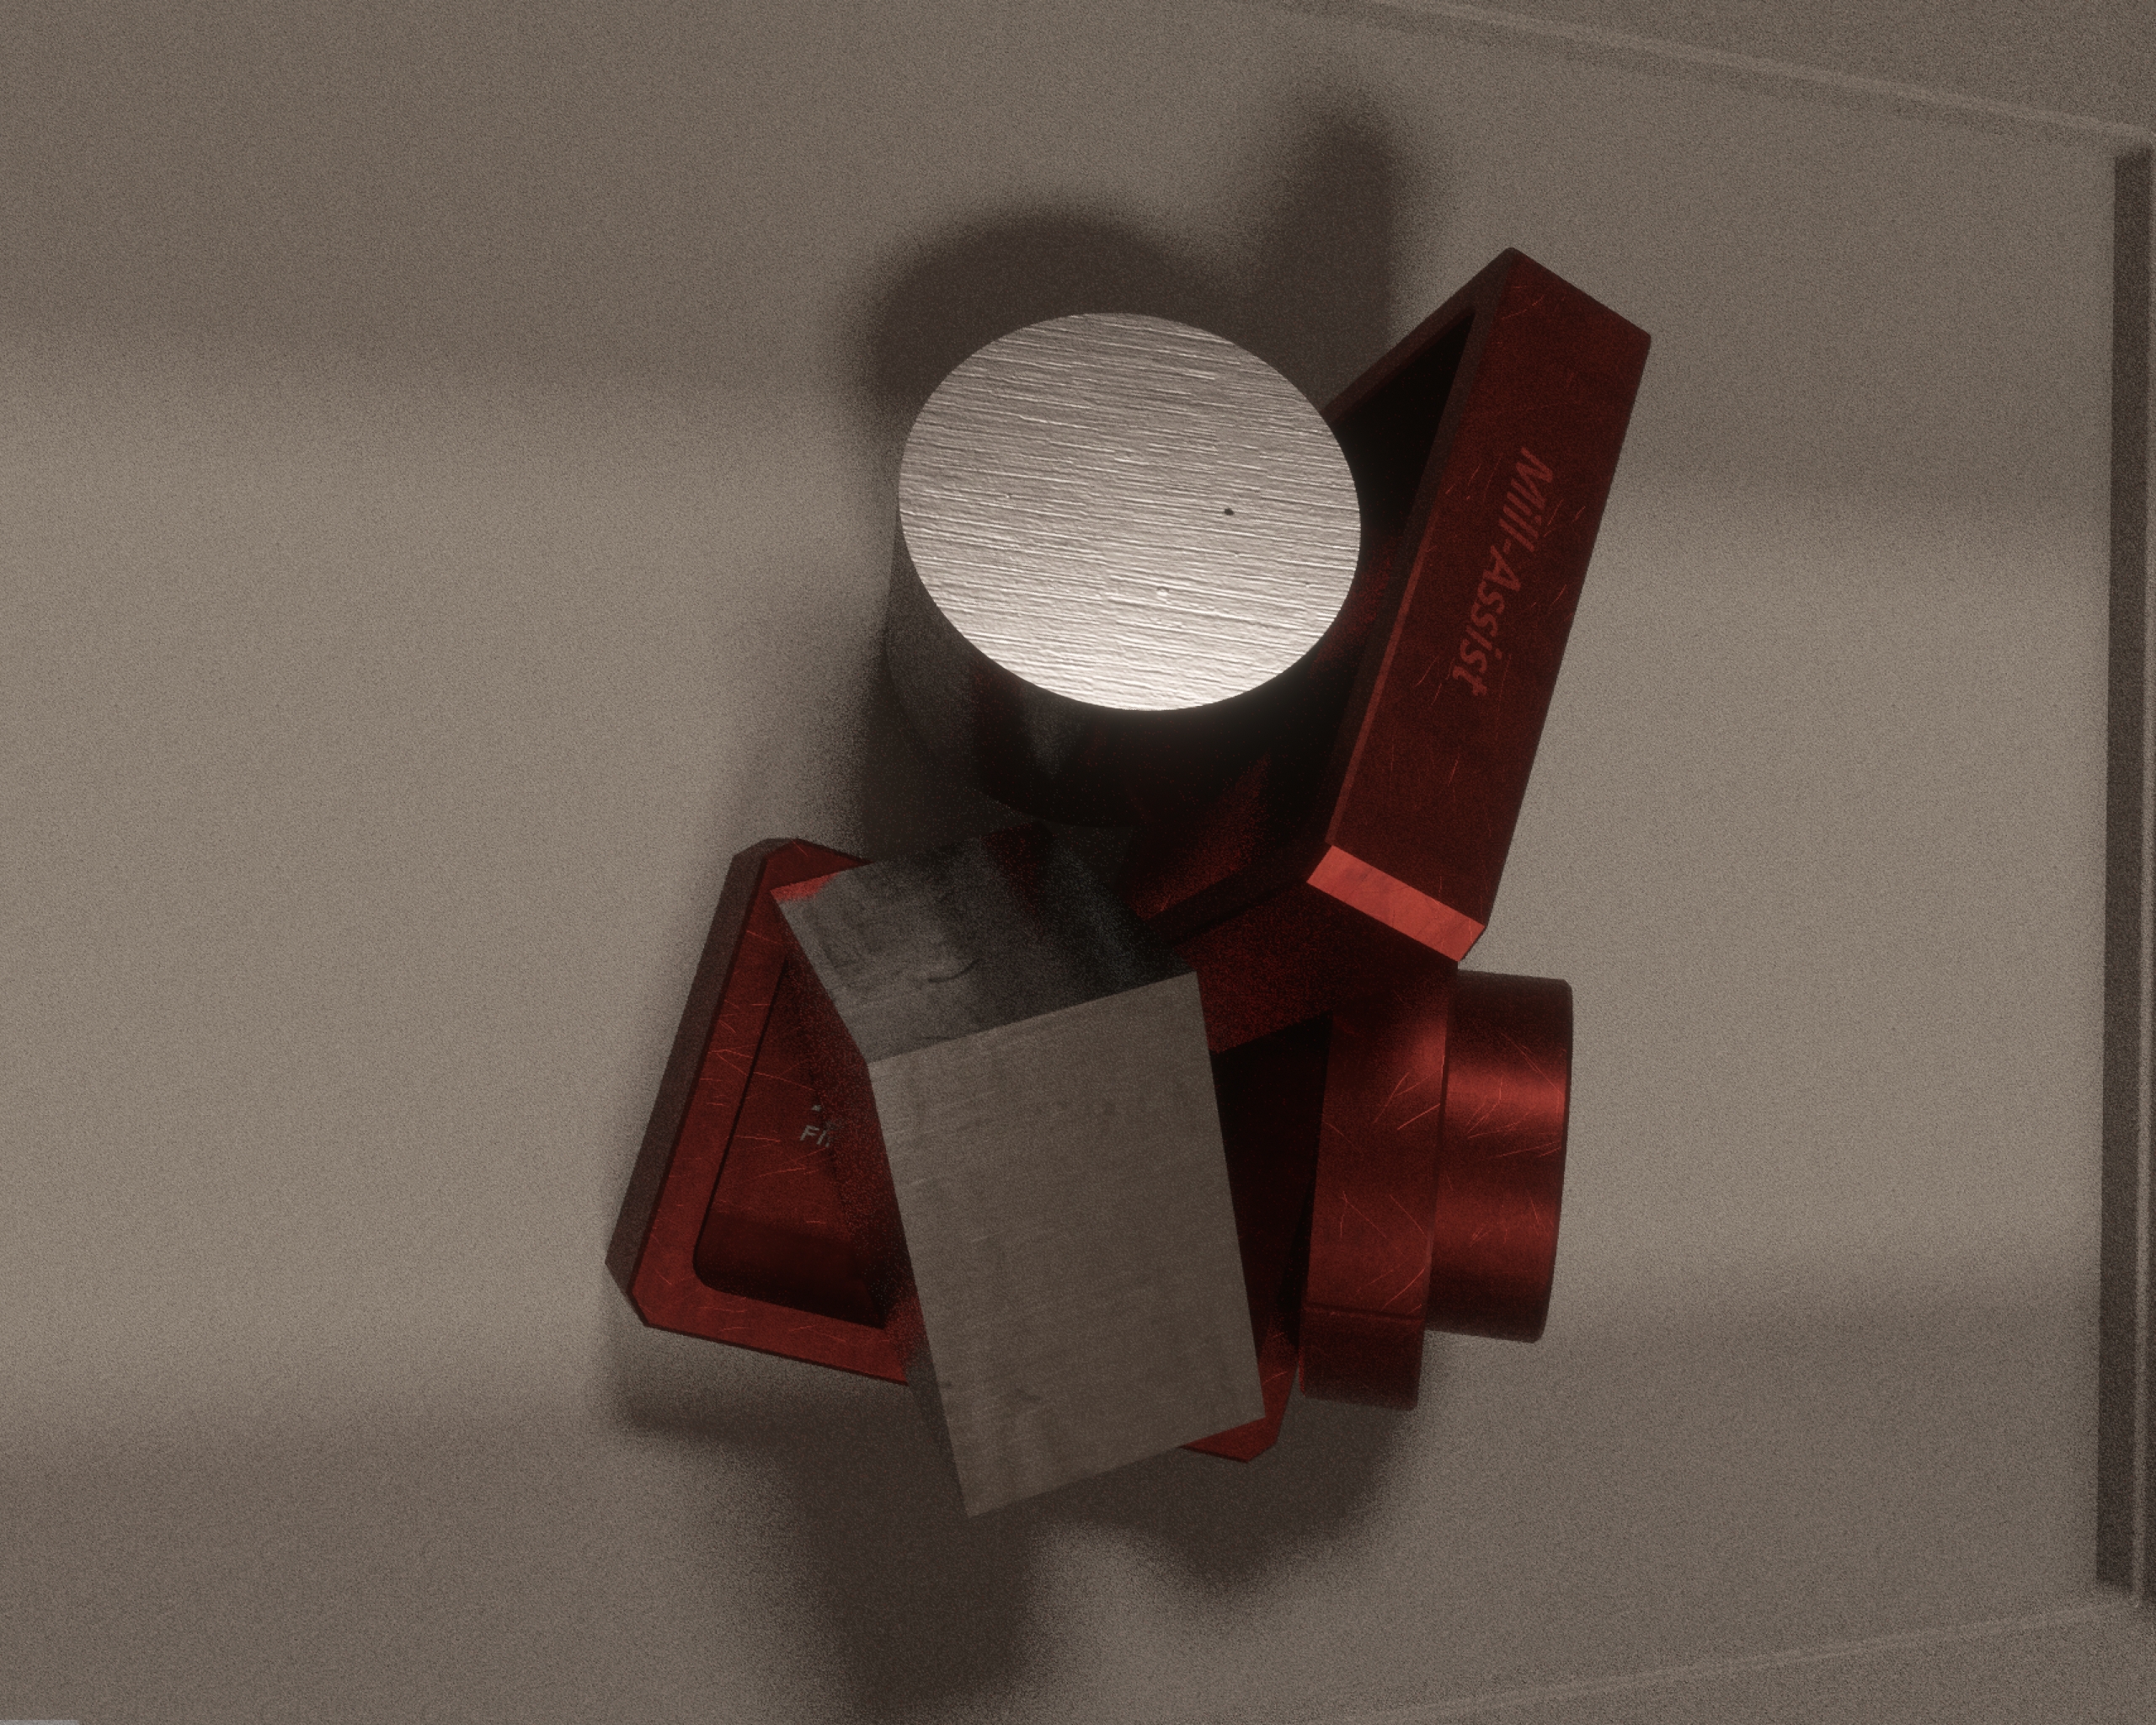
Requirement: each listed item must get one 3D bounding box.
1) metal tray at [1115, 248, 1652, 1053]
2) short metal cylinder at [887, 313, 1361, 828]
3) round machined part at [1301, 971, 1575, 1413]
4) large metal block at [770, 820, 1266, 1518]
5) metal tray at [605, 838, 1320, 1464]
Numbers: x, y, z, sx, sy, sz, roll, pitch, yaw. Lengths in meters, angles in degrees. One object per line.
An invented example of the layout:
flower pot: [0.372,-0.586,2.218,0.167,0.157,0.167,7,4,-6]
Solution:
metal tray: [0.051,-0.036,0.378,0.030,0.090,0.130,28,65,-15]
short metal cylinder: [0.006,-0.053,0.383,0.081,0.050,0.080,3,67,-7]
round machined part: [0.069,0.054,0.393,0.042,0.098,0.097,5,88,10]
large metal block: [-0.012,0.047,0.352,0.050,0.080,0.079,-15,111,-14]
metal tray: [-0.013,0.056,0.401,0.131,0.030,0.090,18,84,-19]
